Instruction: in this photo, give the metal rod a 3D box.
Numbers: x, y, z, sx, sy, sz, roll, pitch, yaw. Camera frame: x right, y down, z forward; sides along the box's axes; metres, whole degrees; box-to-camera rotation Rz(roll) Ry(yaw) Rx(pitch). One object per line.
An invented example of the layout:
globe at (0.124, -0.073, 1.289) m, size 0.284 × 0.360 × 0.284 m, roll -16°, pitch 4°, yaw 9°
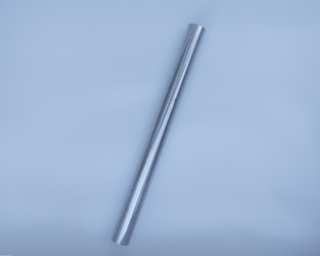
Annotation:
metal rod at (-0.002, 0.008, 0.409) m, size 0.025 × 0.025 × 0.299 m, roll 20°, pitch 90°, yaw 0°
